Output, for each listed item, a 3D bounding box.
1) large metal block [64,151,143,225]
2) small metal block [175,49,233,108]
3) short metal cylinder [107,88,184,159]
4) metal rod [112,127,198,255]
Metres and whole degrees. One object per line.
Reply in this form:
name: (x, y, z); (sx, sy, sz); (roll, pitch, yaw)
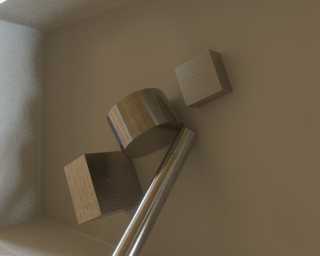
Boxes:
large metal block: (-0.076, 0.080, 0.431); (0.050, 0.081, 0.080); (-31, 71, 35)
small metal block: (0.050, -0.056, 0.364); (0.050, 0.025, 0.050); (-25, 75, 37)
short metal cylinder: (-0.018, -0.005, 0.384); (0.080, 0.081, 0.050); (-43, 64, 31)
metal rod: (-0.033, 0.127, 0.323); (0.025, 0.025, 0.300); (10, 60, 39)
